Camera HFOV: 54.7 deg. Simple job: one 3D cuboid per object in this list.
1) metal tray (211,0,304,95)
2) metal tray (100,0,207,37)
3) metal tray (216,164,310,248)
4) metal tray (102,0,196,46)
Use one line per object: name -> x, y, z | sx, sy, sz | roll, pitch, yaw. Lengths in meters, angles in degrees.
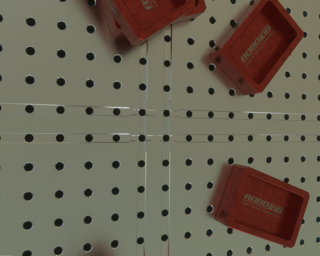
metal tray -> 0.148, -0.125, 0.466 | 0.090, 0.030, 0.130 | 43, 76, -15
metal tray -> -0.012, -0.180, 0.405 | 0.131, 0.030, 0.089 | -20, 97, -19
metal tray -> 0.158, 0.119, 0.470 | 0.131, 0.030, 0.090 | 23, 82, -19
metal tray -> -0.029, -0.177, 0.367 | 0.090, 0.030, 0.130 | -38, 103, -16
